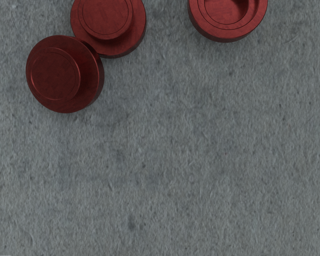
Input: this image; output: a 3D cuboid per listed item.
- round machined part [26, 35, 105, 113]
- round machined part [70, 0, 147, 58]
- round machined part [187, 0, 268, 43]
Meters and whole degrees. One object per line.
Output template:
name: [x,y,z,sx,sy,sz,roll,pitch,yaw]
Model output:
round machined part: [-0.123,-0.066,0.387,0.098,0.042,0.097,2,104,9]
round machined part: [-0.067,-0.143,0.401,0.099,0.042,0.097,0,90,-1]
round machined part: [0.084,-0.159,0.403,0.099,0.042,0.097,0,90,-1]
